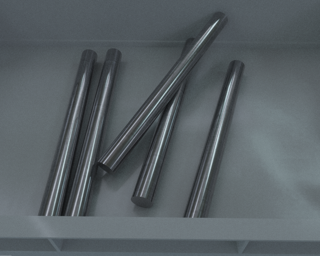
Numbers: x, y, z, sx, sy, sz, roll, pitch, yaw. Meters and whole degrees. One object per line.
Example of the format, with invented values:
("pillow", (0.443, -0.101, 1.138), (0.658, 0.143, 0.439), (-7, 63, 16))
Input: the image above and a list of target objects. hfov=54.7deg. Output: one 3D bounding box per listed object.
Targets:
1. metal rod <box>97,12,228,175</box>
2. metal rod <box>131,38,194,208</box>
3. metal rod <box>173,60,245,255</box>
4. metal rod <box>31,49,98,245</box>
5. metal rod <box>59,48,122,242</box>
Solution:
("metal rod", (0.017, -0.063, 0.424), (0.025, 0.025, 0.301), (26, 62, 20))
("metal rod", (0.018, -0.031, 0.430), (0.025, 0.025, 0.300), (11, 51, 9))
("metal rod", (0.073, 0.013, 0.394), (0.025, 0.025, 0.301), (15, 51, 12))
("metal rod", (-0.114, -0.003, 0.406), (0.025, 0.025, 0.300), (0, 50, 0))
("metal rod", (-0.082, -0.005, 0.408), (0.025, 0.025, 0.300), (2, 50, 2))
